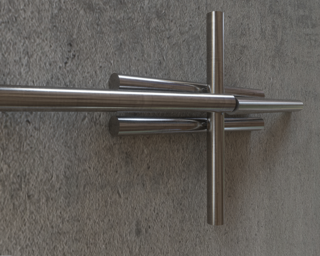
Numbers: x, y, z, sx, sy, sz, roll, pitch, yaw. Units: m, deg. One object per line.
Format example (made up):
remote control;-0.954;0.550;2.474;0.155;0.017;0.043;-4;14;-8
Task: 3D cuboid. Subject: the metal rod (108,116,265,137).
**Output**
metal rod;0.062;-0.005;0.460;0.302;0.025;0.025;-1;91;-40

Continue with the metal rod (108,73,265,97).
metal rod;0.062;-0.055;0.459;0.302;0.025;0.025;-1;91;-40

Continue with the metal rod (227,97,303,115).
metal rod;0.194;-0.039;0.540;0.302;0.025;0.025;-5;94;-50

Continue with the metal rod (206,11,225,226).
metal rod;0.079;-0.013;0.443;0.025;0.025;0.298;0;90;-40

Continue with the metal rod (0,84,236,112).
metal rod;-0.035;-0.030;0.345;0.303;0.025;0.025;-2;91;-31
